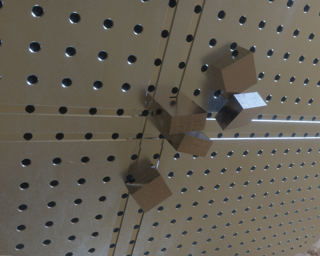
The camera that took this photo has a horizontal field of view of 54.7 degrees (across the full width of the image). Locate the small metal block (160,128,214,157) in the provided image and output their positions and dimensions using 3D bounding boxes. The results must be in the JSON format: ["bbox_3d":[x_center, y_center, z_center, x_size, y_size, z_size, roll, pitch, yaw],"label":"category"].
[{"bbox_3d":[0.036,0.012,0.424,0.050,0.050,0.025,15,110,-35],"label":"small metal block"}]

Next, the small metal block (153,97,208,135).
[{"bbox_3d":[0.025,-0.017,0.400,0.050,0.050,0.025,-7,122,-25],"label":"small metal block"}]

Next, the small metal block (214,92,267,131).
[{"bbox_3d":[0.115,-0.024,0.444,0.050,0.025,0.050,-10,149,-35],"label":"small metal block"}]

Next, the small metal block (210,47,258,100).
[{"bbox_3d":[0.102,-0.074,0.423,0.050,0.025,0.050,-31,129,-9],"label":"small metal block"}]

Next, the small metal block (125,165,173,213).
[{"bbox_3d":[-0.016,0.091,0.461,0.050,0.025,0.050,-34,129,-7],"label":"small metal block"}]
